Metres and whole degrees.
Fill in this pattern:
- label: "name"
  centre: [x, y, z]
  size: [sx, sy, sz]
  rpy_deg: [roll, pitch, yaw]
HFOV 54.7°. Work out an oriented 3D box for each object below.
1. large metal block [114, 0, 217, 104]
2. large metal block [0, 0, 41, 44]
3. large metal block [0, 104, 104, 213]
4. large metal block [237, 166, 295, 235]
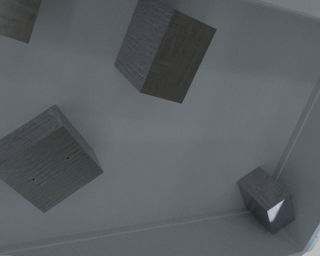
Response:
- label: "large metal block"
  centre: [0.001, -0.082, 0.322]
  size: [0.050, 0.080, 0.079]
  rpy_deg: [12, 112, -33]
- label: "large metal block"
  centre: [-0.137, -0.110, 0.230]
  size: [0.081, 0.080, 0.050]
  rpy_deg: [13, 112, -34]
- label: "large metal block"
  centre: [-0.124, 0.035, 0.346]
  size: [0.080, 0.050, 0.080]
  rpy_deg: [-34, 129, -6]
- label: "large metal block"
  centre: [0.191, 0.130, 0.557]
  size: [0.050, 0.080, 0.080]
  rpy_deg: [-32, 129, -8]
